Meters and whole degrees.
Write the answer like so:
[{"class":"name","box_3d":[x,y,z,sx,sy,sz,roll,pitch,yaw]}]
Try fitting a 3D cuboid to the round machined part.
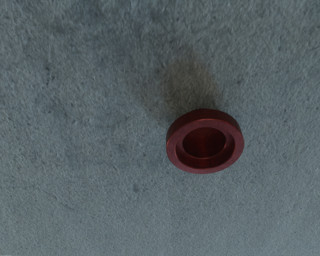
[{"class":"round machined part","box_3d":[0.057,0.013,0.408,0.099,0.042,0.097,-1,130,0]}]
